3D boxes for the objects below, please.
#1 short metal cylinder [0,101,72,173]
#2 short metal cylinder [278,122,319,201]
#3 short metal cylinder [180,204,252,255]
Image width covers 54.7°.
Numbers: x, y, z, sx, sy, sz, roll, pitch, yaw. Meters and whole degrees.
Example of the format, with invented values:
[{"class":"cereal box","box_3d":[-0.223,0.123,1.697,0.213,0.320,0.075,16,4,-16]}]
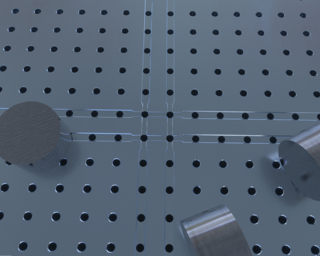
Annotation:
[{"class":"short metal cylinder","box_3d":[-0.159,0.013,0.392,0.081,0.050,0.080,0,70,0]},{"class":"short metal cylinder","box_3d":[0.189,0.039,0.369,0.050,0.080,0.080,-26,72,-9]},{"class":"short metal cylinder","box_3d":[0.060,0.130,0.335,0.050,0.080,0.080,-20,71,-7]}]
